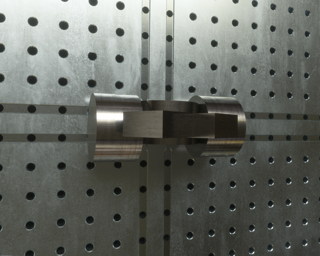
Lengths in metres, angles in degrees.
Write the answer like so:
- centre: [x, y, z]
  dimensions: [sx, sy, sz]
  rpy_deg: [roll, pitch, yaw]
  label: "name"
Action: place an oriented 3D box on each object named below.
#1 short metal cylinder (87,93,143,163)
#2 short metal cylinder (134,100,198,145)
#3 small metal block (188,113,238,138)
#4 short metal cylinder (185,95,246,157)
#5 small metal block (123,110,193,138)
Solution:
- centre: [-0.055, 0.000, 0.363]
  dimensions: [0.050, 0.080, 0.080]
  rpy_deg: [1, 90, -20]
  label: "short metal cylinder"
- centre: [0.007, -0.006, 0.386]
  dimensions: [0.081, 0.080, 0.050]
  rpy_deg: [1, 90, -20]
  label: "short metal cylinder"
- centre: [0.050, -0.002, 0.336]
  dimensions: [0.050, 0.050, 0.025]
  rpy_deg: [1, 90, -51]
  label: "small metal block"
- centre: [0.068, -0.002, 0.408]
  dimensions: [0.050, 0.080, 0.079]
  rpy_deg: [1, 90, -19]
  label: "short metal cylinder"
- centre: [-0.001, -0.004, 0.312]
  dimensions: [0.050, 0.050, 0.025]
  rpy_deg: [1, 90, -52]
  label: "small metal block"
